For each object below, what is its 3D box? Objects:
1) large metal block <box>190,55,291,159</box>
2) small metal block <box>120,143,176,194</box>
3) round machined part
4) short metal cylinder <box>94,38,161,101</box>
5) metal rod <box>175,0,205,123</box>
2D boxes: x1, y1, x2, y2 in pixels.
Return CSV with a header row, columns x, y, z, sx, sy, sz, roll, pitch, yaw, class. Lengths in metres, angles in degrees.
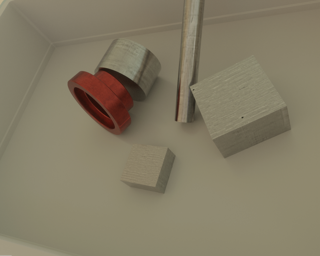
x,y,z,sx,sy,sz,roll,pitch,yaw,class
0.091,-0.024,0.356,0.080,0.050,0.080,-26,53,12,large metal block
-0.014,0.049,0.382,0.050,0.025,0.050,5,64,30,small metal block
-0.075,-0.039,0.422,0.098,0.098,0.042,27,65,37,round machined part
-0.045,-0.081,0.443,0.080,0.080,0.050,15,69,33,short metal cylinder
0.042,-0.155,0.373,0.025,0.025,0.298,10,101,32,metal rod
